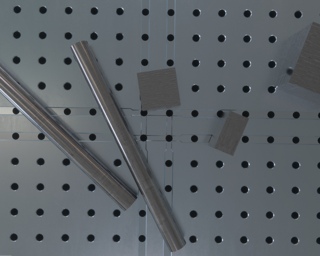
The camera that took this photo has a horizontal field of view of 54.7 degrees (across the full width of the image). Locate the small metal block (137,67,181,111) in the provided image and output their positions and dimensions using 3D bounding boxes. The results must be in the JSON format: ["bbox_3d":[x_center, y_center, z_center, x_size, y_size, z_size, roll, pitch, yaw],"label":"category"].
[{"bbox_3d":[-0.001,-0.050,0.413,0.050,0.025,0.050,-9,90,0],"label":"small metal block"}]

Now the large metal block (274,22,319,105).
[{"bbox_3d":[0.209,-0.078,0.403,0.080,0.050,0.080,22,90,0],"label":"large metal block"}]

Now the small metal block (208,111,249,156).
[{"bbox_3d":[0.087,0.006,0.402,0.025,0.050,0.050,23,90,0],"label":"small metal block"}]

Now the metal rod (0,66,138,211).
[{"bbox_3d":[-0.147,-0.002,0.412,0.300,0.025,0.025,44,90,0],"label":"metal rod"}]

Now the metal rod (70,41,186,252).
[{"bbox_3d":[-0.042,0.024,0.413,0.025,0.025,0.299,-26,90,0],"label":"metal rod"}]
